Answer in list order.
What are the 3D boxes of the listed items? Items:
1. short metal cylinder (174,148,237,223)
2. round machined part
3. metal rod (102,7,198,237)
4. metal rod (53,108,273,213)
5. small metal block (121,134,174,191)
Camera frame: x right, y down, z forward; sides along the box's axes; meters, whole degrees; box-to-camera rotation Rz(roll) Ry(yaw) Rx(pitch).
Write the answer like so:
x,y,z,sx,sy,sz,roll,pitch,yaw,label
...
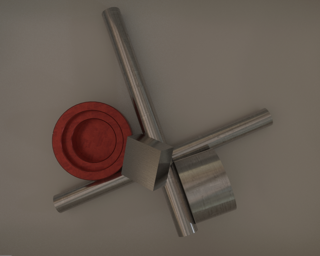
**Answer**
x,y,z,sx,sy,sz,roll,pitch,yaw,label
0.054,0.071,0.383,0.050,0.080,0.080,-20,90,0,short metal cylinder
-0.084,0.016,0.401,0.099,0.042,0.097,0,90,-1,round machined part
-0.015,-0.013,0.392,0.025,0.025,0.299,-19,83,0,metal rod
0.005,0.043,0.410,0.301,0.025,0.025,-23,90,-1,metal rod
-0.016,0.039,0.369,0.050,0.025,0.050,21,109,32,small metal block
